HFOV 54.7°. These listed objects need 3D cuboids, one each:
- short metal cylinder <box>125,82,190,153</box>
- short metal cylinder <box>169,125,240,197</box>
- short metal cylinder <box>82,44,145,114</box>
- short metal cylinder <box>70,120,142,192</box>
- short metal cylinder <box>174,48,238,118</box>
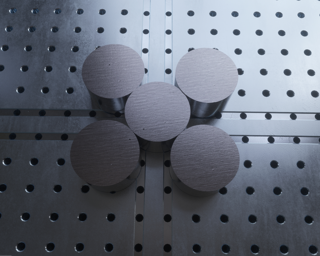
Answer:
[{"bbox_3d":[-0.003,-0.013,0.403,0.081,0.050,0.080,0,70,0],"label":"short metal cylinder"},{"bbox_3d":[0.052,0.042,0.383,0.081,0.050,0.080,0,70,0],"label":"short metal cylinder"},{"bbox_3d":[-0.060,-0.066,0.421,0.081,0.050,0.080,0,70,0],"label":"short metal cylinder"},{"bbox_3d":[-0.064,0.036,0.383,0.081,0.050,0.080,0,70,0],"label":"short metal cylinder"},{"bbox_3d":[0.060,-0.060,0.419,0.081,0.050,0.080,0,70,0],"label":"short metal cylinder"}]
